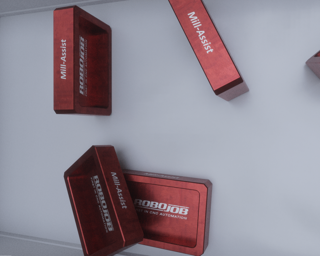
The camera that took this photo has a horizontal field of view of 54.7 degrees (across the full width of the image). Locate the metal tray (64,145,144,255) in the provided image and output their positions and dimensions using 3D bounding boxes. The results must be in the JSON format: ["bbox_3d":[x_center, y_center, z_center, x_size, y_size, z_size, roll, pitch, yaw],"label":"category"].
[{"bbox_3d":[-0.078,0.098,0.404,0.090,0.030,0.130,-39,62,36],"label":"metal tray"}]

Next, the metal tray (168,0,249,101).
[{"bbox_3d":[0.057,-0.097,0.355,0.030,0.090,0.130,-27,81,18],"label":"metal tray"}]

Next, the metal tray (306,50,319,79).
[{"bbox_3d":[0.192,-0.080,0.282,0.090,0.130,0.030,-42,89,19],"label":"metal tray"}]

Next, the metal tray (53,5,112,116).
[{"bbox_3d":[-0.099,-0.082,0.410,0.030,0.090,0.129,0,90,20],"label":"metal tray"}]

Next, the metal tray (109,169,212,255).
[{"bbox_3d":[-0.001,0.107,0.408,0.130,0.030,0.089,4,91,19],"label":"metal tray"}]
